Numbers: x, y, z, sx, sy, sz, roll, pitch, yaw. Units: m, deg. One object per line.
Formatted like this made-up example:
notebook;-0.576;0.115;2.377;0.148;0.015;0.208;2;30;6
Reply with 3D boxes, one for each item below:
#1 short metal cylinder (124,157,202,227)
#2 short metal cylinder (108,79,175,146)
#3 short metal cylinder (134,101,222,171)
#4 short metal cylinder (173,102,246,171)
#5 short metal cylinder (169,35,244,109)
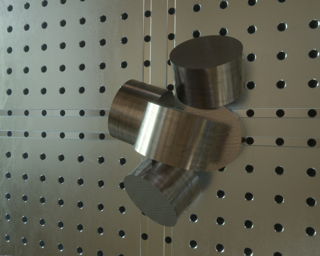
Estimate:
short metal cylinder;0.003;0.072;0.376;0.080;0.050;0.080;29;142;26
short metal cylinder;-0.022;-0.016;0.391;0.050;0.080;0.080;20;97;19
short metal cylinder;0.018;0.007;0.323;0.080;0.080;0.050;19;96;19
short metal cylinder;0.061;0.010;0.377;0.080;0.050;0.080;0;89;20
short metal cylinder;0.055;-0.066;0.356;0.080;0.080;0.050;2;131;20
